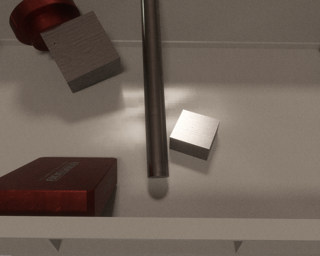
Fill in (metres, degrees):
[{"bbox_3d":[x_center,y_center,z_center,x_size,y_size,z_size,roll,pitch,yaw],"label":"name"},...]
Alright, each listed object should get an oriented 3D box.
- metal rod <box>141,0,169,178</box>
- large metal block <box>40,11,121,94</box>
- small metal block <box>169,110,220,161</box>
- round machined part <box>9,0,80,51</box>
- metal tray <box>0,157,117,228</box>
[{"bbox_3d":[-0.009,-0.086,0.400,0.025,0.025,0.299,-2,74,-2],"label":"metal rod"},{"bbox_3d":[-0.113,-0.109,0.451,0.080,0.050,0.080,-28,83,-11],"label":"large metal block"},{"bbox_3d":[0.045,0.008,0.399,0.050,0.025,0.050,17,52,13],"label":"small metal block"},{"bbox_3d":[-0.163,-0.150,0.456,0.099,0.098,0.042,-27,83,-21],"label":"round machined part"},{"bbox_3d":[-0.096,0.056,0.300,0.091,0.030,0.130,1,6,0],"label":"metal tray"}]
